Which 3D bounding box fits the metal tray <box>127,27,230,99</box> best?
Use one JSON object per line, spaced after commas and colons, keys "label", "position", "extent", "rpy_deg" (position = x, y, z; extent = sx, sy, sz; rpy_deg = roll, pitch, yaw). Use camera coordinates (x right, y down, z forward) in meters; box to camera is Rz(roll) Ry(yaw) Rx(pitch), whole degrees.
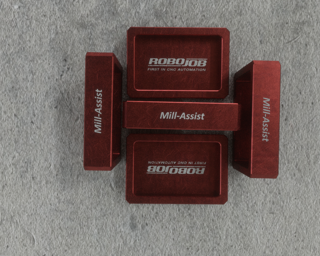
{"label": "metal tray", "position": [0.023, -0.084, 0.409], "extent": [0.131, 0.030, 0.089], "rpy_deg": [0, 93, 0]}

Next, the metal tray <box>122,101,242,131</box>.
{"label": "metal tray", "position": [0.024, -0.014, 0.380], "extent": [0.131, 0.090, 0.030], "rpy_deg": [1, 92, 0]}

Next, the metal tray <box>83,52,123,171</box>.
{"label": "metal tray", "position": [-0.067, -0.019, 0.378], "extent": [0.030, 0.090, 0.129], "rpy_deg": [1, 91, 0]}

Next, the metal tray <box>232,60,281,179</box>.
{"label": "metal tray", "position": [0.115, -0.010, 0.379], "extent": [0.030, 0.090, 0.129], "rpy_deg": [1, 90, 0]}

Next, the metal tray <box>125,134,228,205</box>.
{"label": "metal tray", "position": [0.022, 0.053, 0.410], "extent": [0.131, 0.030, 0.089], "rpy_deg": [1, 89, 0]}
